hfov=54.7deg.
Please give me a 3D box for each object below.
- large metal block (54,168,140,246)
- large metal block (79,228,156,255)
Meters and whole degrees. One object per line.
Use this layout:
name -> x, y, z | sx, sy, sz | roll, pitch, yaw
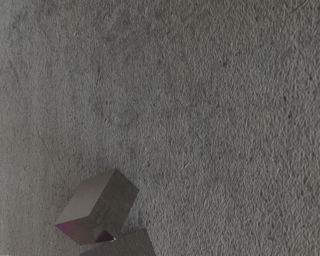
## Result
large metal block -> -0.087, 0.111, 0.432 | 0.080, 0.080, 0.050 | -24, 117, 37
large metal block -> -0.048, 0.188, 0.409 | 0.050, 0.081, 0.080 | -34, 69, 35
